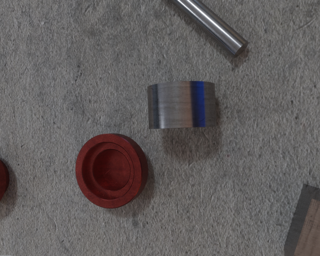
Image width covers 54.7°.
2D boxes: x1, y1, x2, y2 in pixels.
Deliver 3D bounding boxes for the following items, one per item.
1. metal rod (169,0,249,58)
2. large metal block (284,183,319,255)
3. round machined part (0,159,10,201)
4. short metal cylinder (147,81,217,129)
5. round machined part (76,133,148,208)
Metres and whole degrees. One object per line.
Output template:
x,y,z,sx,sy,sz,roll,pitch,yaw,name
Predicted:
-0.003,-0.199,0.409,0.300,0.025,0.025,46,104,14,metal rod
0.167,0.110,0.321,0.050,0.080,0.080,17,96,19,large metal block
-0.286,0.083,0.501,0.098,0.042,0.097,0,90,20,round machined part
0.026,-0.025,0.371,0.080,0.080,0.050,-2,89,20,short metal cylinder
-0.061,0.056,0.421,0.098,0.042,0.097,0,90,20,round machined part
